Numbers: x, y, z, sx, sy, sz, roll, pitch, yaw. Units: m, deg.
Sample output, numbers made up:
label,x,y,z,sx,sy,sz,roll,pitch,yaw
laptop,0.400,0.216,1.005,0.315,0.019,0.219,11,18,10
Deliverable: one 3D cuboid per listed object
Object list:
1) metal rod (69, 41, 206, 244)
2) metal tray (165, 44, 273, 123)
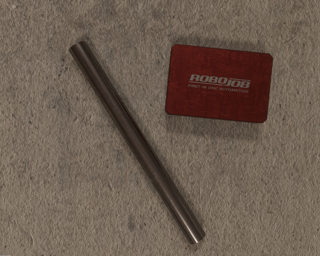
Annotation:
label,x,y,z,sx,sy,sz,roll,pitch,yaw
metal rod,-0.029,0.019,0.409,0.025,0.025,0.299,-32,90,0
metal tray,0.076,-0.057,0.408,0.131,0.030,0.089,6,90,-1
